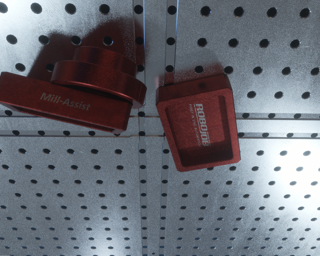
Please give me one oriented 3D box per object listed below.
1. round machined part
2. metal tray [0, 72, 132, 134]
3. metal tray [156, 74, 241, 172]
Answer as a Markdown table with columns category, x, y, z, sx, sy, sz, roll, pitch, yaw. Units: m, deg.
| category | x | y | z | sx | sy | sz | roll | pitch | yaw |
| --- | --- | --- | --- | --- | --- | --- | --- | --- | --- |
| round machined part | -0.062 | -0.054 | 0.331 | 0.099 | 0.042 | 0.098 | 12 | 173 | 2 |
| metal tray | -0.104 | -0.023 | 0.351 | 0.131 | 0.030 | 0.090 | 13 | 173 | -12 |
| metal tray | 0.053 | -0.001 | 0.408 | 0.090 | 0.030 | 0.129 | -11 | 130 | 9 |
